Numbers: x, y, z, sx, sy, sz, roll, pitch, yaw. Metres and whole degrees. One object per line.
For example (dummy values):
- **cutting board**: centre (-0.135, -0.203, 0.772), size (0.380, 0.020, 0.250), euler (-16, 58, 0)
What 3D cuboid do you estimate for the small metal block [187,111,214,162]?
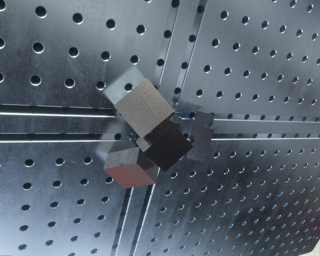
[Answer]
- **small metal block**: centre (0.056, 0.011, 0.428), size (0.025, 0.050, 0.050), euler (13, 116, 2)

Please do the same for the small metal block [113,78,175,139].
- **small metal block**: centre (-0.019, -0.023, 0.370), size (0.050, 0.025, 0.050), euler (-40, 94, -1)

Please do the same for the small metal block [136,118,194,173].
- **small metal block**: centre (0.007, 0.021, 0.394), size (0.050, 0.025, 0.050), euler (-42, 130, 0)

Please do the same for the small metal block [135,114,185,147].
- **small metal block**: centre (0.000, 0.009, 0.416), size (0.050, 0.025, 0.050), euler (1, 120, -29)

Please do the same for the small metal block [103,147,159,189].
- **small metal block**: centre (-0.037, 0.053, 0.407), size (0.050, 0.025, 0.050), euler (-14, 135, 26)
